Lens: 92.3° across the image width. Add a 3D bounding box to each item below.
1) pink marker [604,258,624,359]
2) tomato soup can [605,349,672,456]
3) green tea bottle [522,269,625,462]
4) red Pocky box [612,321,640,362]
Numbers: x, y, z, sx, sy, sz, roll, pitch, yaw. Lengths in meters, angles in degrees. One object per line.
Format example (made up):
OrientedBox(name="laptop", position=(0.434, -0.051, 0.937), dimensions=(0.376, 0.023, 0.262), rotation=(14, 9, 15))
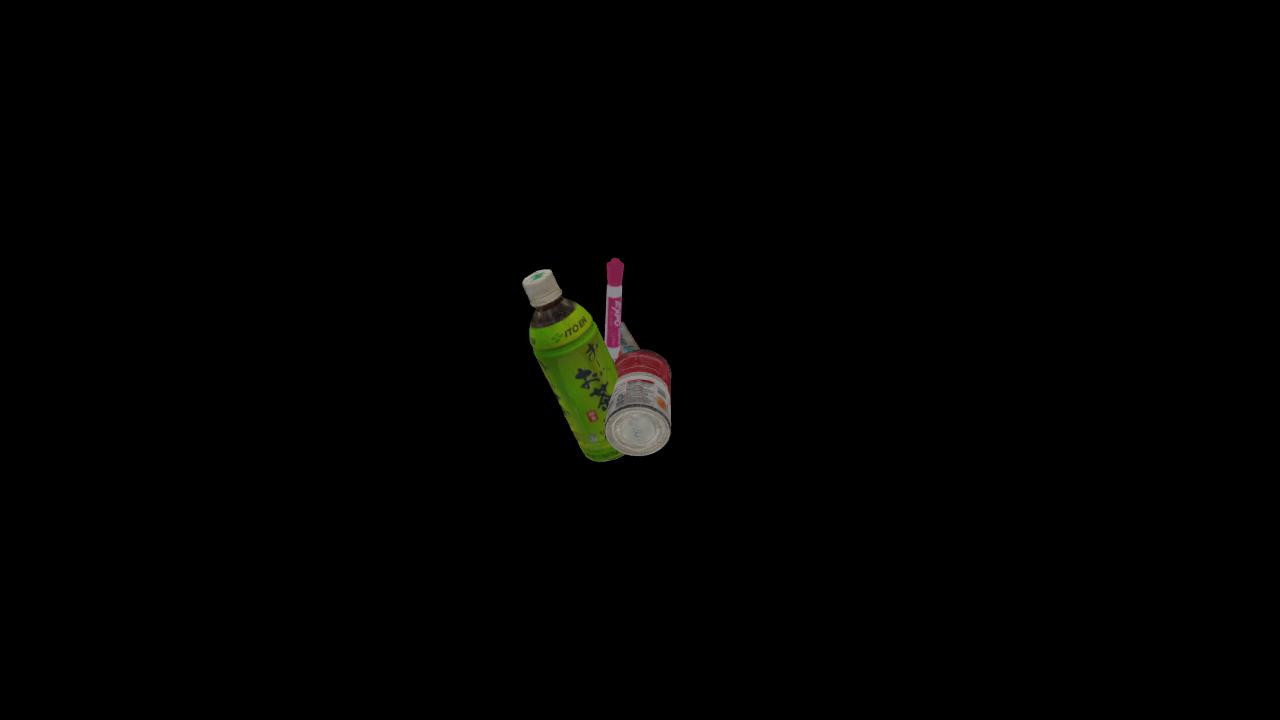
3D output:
OrientedBox(name="pink marker", position=(-0.029, -0.056, 0.680), dimensions=(0.020, 0.121, 0.020), rotation=(3, 34, -2))
OrientedBox(name="tomato soup can", position=(0.000, 0.043, 0.644), dimensions=(0.068, 0.068, 0.101), rotation=(0, 34, 2))
OrientedBox(name="green tea bottle", position=(-0.064, 0.006, 0.632), dimensions=(0.073, 0.212, 0.073), rotation=(-17, 27, 9))
OrientedBox(name="red Pocky box", position=(-0.011, 0.019, 0.734), dimensions=(0.028, 0.083, 0.155), rotation=(-13, 27, -10))
